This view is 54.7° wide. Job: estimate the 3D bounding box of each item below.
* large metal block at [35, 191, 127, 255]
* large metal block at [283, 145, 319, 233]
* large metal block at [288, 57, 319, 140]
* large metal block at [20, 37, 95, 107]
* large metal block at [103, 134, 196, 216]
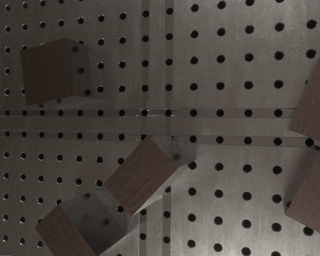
[{"bbox_3d":[-0.104,0.139,0.419,0.050,0.080,0.080,-44,77,15],"label":"large metal block"},{"bbox_3d":[0.191,0.073,0.332,0.080,0.050,0.080,27,99,17],"label":"large metal block"},{"bbox_3d":[0.194,-0.021,0.331,0.080,0.050,0.080,21,97,18],"label":"large metal block"},{"bbox_3d":[-0.148,-0.077,0.450,0.080,0.050,0.080,-9,87,19],"label":"large metal block"},{"bbox_3d":[-0.010,0.054,0.386,0.050,0.080,0.080,45,104,14],"label":"large metal block"}]
